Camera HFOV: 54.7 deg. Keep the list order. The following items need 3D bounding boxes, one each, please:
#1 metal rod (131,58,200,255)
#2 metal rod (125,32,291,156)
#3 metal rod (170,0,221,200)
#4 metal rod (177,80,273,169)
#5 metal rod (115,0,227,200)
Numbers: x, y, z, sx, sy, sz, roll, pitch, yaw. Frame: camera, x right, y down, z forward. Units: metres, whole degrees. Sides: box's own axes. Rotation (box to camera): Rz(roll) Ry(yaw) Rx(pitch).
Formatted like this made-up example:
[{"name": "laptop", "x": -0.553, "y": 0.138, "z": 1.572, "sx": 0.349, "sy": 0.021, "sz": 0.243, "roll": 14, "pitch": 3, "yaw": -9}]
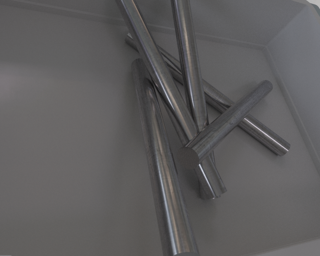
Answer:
[{"name": "metal rod", "x": -0.007, "y": 0.001, "z": 0.329, "sx": 0.025, "sy": 0.025, "sz": 0.300, "roll": 14, "pitch": 33, "yaw": -20}, {"name": "metal rod", "x": 0.076, "y": -0.053, "z": 0.478, "sx": 0.301, "sy": 0.025, "sz": 0.025, "roll": 36, "pitch": 51, "yaw": -4}, {"name": "metal rod", "x": 0.043, "y": -0.060, "z": 0.403, "sx": 0.025, "sy": 0.025, "sz": 0.298, "roll": -5, "pitch": 83, "yaw": -30}, {"name": "metal rod", "x": 0.107, "y": -0.021, "z": 0.429, "sx": 0.025, "sy": 0.025, "sz": 0.302, "roll": 49, "pitch": 38, "yaw": 6}, {"name": "metal rod", "x": 0.006, "y": -0.055, "z": 0.388, "sx": 0.025, "sy": 0.025, "sz": 0.299, "roll": -17, "pitch": 77, "yaw": -35}]
